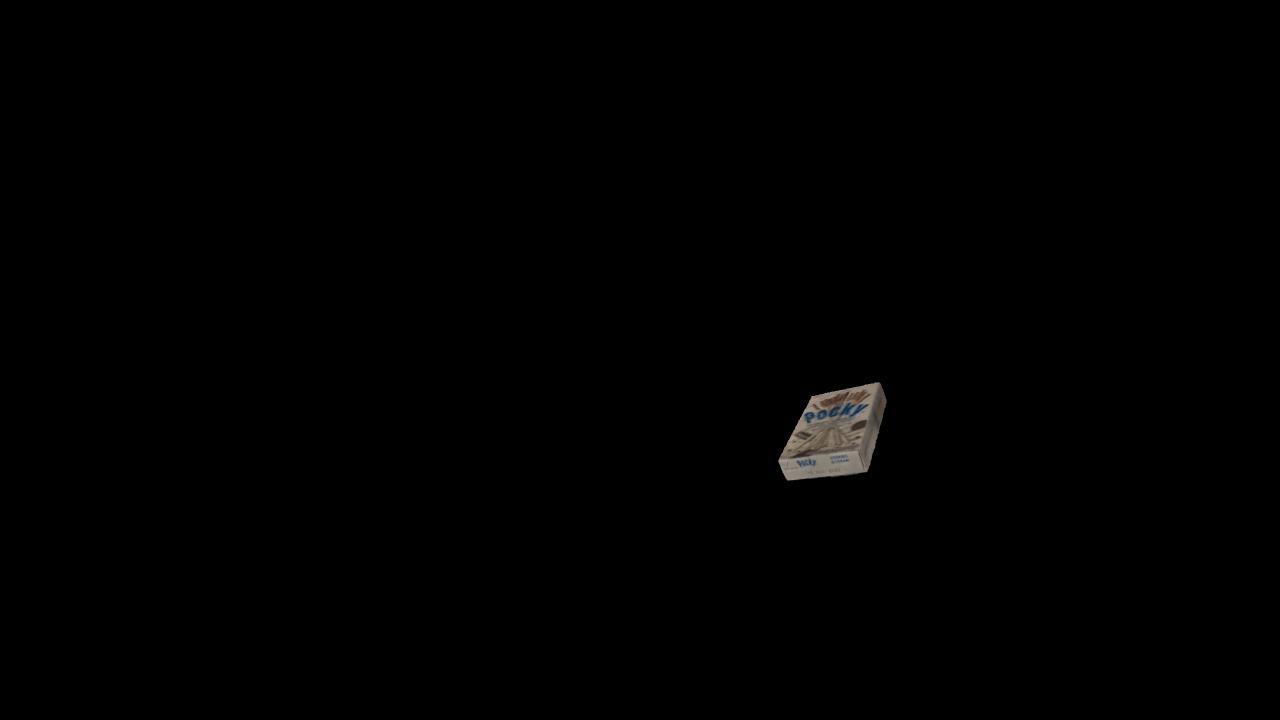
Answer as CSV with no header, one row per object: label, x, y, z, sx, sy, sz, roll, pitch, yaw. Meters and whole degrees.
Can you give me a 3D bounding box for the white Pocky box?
white Pocky box,0.208,0.074,0.651,0.084,0.028,0.154,-16,15,33
